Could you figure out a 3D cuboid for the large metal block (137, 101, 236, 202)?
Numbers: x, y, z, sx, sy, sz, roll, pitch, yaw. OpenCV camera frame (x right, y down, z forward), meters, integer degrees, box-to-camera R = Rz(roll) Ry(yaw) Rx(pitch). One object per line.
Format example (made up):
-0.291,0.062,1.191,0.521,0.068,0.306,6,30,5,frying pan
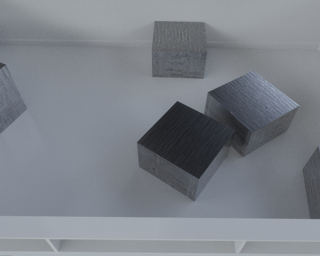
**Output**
0.031,0.025,0.368,0.080,0.050,0.080,29,56,22,large metal block

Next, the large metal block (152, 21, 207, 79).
0.030,-0.126,0.495,0.081,0.050,0.080,2,50,1,large metal block

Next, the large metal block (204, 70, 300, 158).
0.117,-0.021,0.408,0.081,0.050,0.080,-27,55,-21,large metal block

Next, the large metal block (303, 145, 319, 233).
0.209,0.070,0.333,0.080,0.050,0.080,7,50,6,large metal block

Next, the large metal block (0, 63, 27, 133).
-0.237,-0.049,0.408,0.080,0.080,0.050,21,53,16,large metal block
